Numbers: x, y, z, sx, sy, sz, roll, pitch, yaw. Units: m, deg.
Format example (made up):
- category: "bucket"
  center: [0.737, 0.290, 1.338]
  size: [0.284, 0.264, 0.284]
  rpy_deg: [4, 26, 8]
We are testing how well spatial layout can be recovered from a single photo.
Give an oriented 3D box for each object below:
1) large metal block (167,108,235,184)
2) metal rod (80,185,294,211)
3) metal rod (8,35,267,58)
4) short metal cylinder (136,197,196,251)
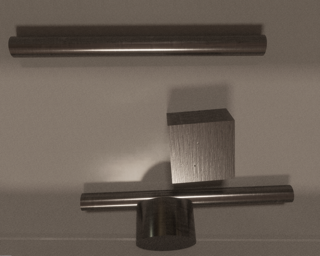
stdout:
- category: "large metal block"
  center: [0.053, 0.022, 0.407]
  size: [0.080, 0.050, 0.079]
  rpy_deg: [-5, 110, 1]
- category: "metal rod"
  center: [0.038, 0.101, 0.449]
  size: [0.302, 0.025, 0.025]
  rpy_deg: [-2, 110, 0]
- category: "metal rod"
  center: [-0.026, -0.099, 0.374]
  size: [0.302, 0.025, 0.025]
  rpy_deg: [-1, 110, -1]
- category: "short metal cylinder"
  center: [0.008, 0.134, 0.428]
  size: [0.081, 0.050, 0.080]
  rpy_deg: [-2, 145, -1]
